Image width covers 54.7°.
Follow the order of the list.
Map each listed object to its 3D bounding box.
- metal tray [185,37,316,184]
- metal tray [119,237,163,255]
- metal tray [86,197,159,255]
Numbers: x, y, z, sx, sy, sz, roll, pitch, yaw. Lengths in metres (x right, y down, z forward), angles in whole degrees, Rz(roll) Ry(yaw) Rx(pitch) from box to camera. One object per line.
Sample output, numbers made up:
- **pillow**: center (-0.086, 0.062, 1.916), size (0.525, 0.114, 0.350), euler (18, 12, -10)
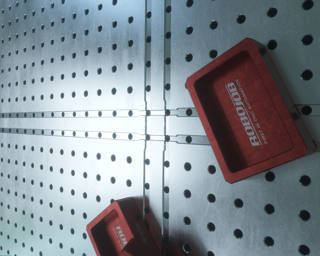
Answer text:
- **metal tray**: center (0.090, -0.017, 0.330), size (0.090, 0.030, 0.130), euler (-31, 71, 35)
- **metal tray**: center (-0.027, 0.218, 0.402), size (0.090, 0.030, 0.129), euler (30, 112, 12)
- **metal tray**: center (-0.049, 0.178, 0.444), size (0.090, 0.030, 0.130), euler (-44, 64, 30)
